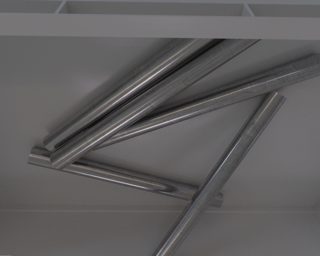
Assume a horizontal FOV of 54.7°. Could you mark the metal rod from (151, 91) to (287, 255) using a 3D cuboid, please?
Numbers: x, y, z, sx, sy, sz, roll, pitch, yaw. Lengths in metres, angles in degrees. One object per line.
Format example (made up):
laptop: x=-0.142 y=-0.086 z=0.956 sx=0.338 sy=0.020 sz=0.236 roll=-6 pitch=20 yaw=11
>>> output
metal rod: x=0.066 y=0.081 z=0.412 sx=0.025 sy=0.025 sz=0.299 roll=27 pitch=105 yaw=-21

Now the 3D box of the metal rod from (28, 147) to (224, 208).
metal rod: x=-0.043 y=0.079 z=0.475 sx=0.302 sy=0.025 sz=0.025 roll=16 pitch=128 yaw=-14

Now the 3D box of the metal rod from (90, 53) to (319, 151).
metal rod: x=0.044 y=-0.027 z=0.386 sx=0.301 sy=0.025 sz=0.025 roll=-18 pitch=128 yaw=15

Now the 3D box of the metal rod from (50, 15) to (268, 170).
metal rod: x=-0.016 y=-0.031 z=0.366 sx=0.300 sy=0.025 sz=0.025 roll=-32 pitch=123 yaw=18

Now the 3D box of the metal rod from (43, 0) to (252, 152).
metal rod: x=-0.033 y=-0.050 z=0.365 sx=0.300 sy=0.025 sz=0.025 roll=-32 pitch=124 yaw=24
